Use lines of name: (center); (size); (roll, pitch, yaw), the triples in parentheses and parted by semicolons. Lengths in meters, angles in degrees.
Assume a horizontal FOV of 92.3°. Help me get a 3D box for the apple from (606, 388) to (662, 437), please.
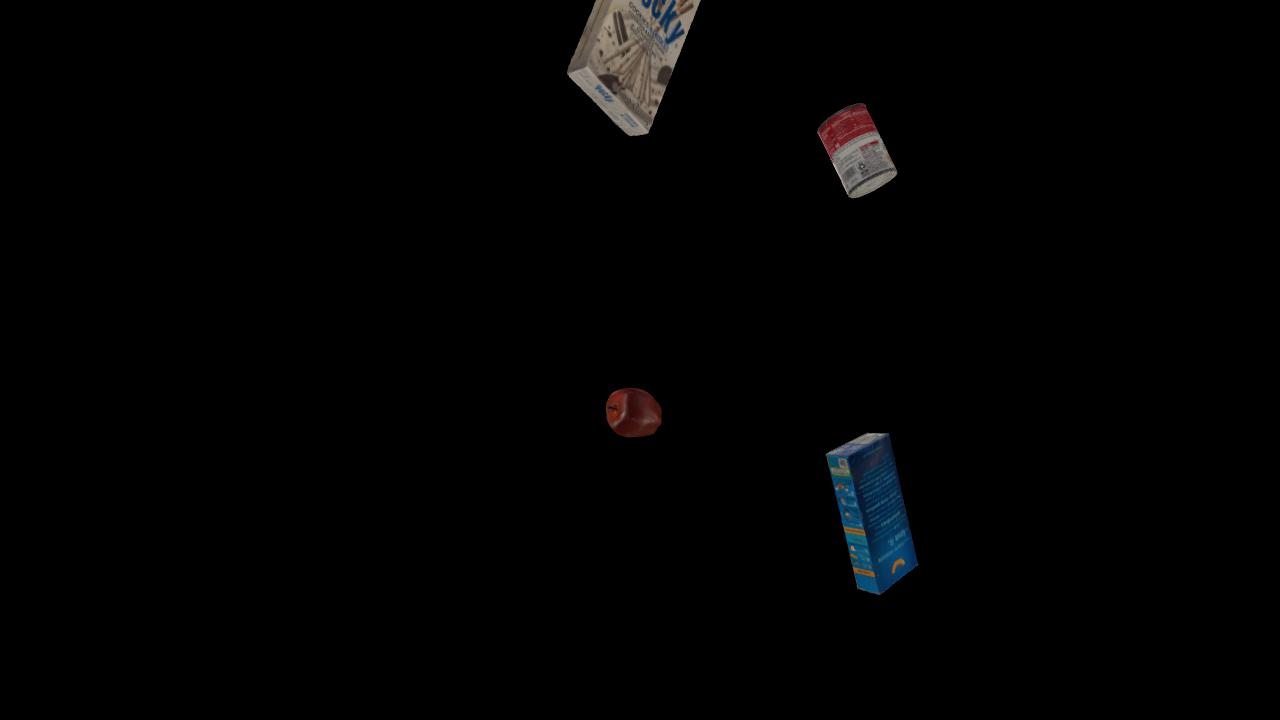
apple: (-0.011, 0.082, 0.958); (0.093, 0.079, 0.079); (18, -10, -34)

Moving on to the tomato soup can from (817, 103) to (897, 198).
tomato soup can: (0.286, -0.274, 0.810); (0.068, 0.101, 0.068); (-22, -9, -3)

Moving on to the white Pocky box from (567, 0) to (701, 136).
white Pocky box: (0.000, -0.273, 0.502); (0.028, 0.154, 0.084); (11, -13, 43)

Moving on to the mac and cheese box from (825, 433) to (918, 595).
mac and cheese box: (0.301, 0.194, 0.795); (0.093, 0.184, 0.041); (-17, 6, -35)
